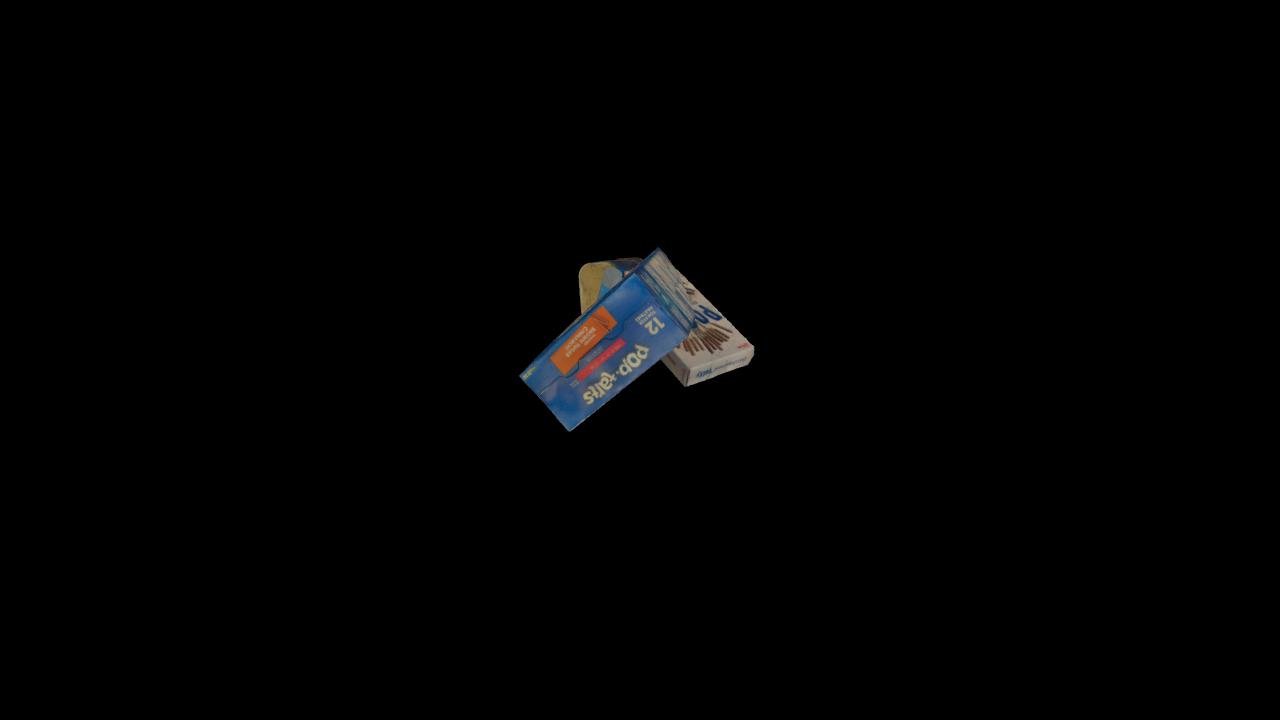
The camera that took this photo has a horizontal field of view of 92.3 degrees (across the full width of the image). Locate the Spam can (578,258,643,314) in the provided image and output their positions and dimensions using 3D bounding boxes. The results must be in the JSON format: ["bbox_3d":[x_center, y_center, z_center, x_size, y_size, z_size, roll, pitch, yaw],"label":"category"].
[{"bbox_3d":[-0.028,-0.069,0.731,0.058,0.101,0.085,0,11,25],"label":"Spam can"}]

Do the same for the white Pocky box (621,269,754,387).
[{"bbox_3d":[0.039,-0.040,0.644,0.084,0.028,0.154,-18,50,-27],"label":"white Pocky box"}]

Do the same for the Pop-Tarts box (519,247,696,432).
[{"bbox_3d":[-0.026,-0.027,0.660,0.167,0.083,0.141,-40,9,22],"label":"Pop-Tarts box"}]

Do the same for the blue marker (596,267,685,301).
[{"bbox_3d":[-0.044,-0.047,0.672,0.020,0.121,0.020,13,39,-10],"label":"blue marker"}]
